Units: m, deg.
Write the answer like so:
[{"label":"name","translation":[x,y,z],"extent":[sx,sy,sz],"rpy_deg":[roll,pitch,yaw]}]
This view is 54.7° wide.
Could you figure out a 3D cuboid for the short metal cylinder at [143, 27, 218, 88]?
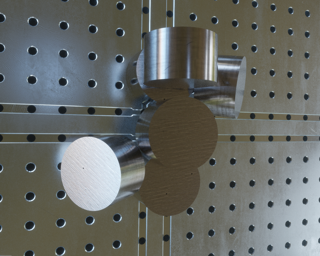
[{"label":"short metal cylinder","translation":[0.022,-0.073,0.337],"extent":[0.081,0.080,0.050],"rpy_deg":[0,90,-20]}]

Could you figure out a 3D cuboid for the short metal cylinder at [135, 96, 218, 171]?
[{"label":"short metal cylinder","translation":[0.018,0.006,0.352],"extent":[0.081,0.050,0.079],"rpy_deg":[0,90,-20]}]

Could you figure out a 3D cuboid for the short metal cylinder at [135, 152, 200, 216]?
[{"label":"short metal cylinder","translation":[0.004,0.067,0.400],"extent":[0.081,0.050,0.079],"rpy_deg":[0,91,-20]}]

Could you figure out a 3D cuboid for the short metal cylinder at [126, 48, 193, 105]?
[{"label":"short metal cylinder","translation":[0.002,-0.069,0.399],"extent":[0.081,0.050,0.079],"rpy_deg":[0,91,-20]}]

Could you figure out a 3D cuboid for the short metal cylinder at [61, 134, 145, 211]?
[{"label":"short metal cylinder","translation":[-0.064,0.048,0.354],"extent":[0.050,0.080,0.079],"rpy_deg":[-4,92,-64]}]

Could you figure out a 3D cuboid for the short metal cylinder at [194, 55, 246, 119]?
[{"label":"short metal cylinder","translation":[0.080,-0.055,0.405],"extent":[0.050,0.080,0.080],"rpy_deg":[9,86,21]}]
